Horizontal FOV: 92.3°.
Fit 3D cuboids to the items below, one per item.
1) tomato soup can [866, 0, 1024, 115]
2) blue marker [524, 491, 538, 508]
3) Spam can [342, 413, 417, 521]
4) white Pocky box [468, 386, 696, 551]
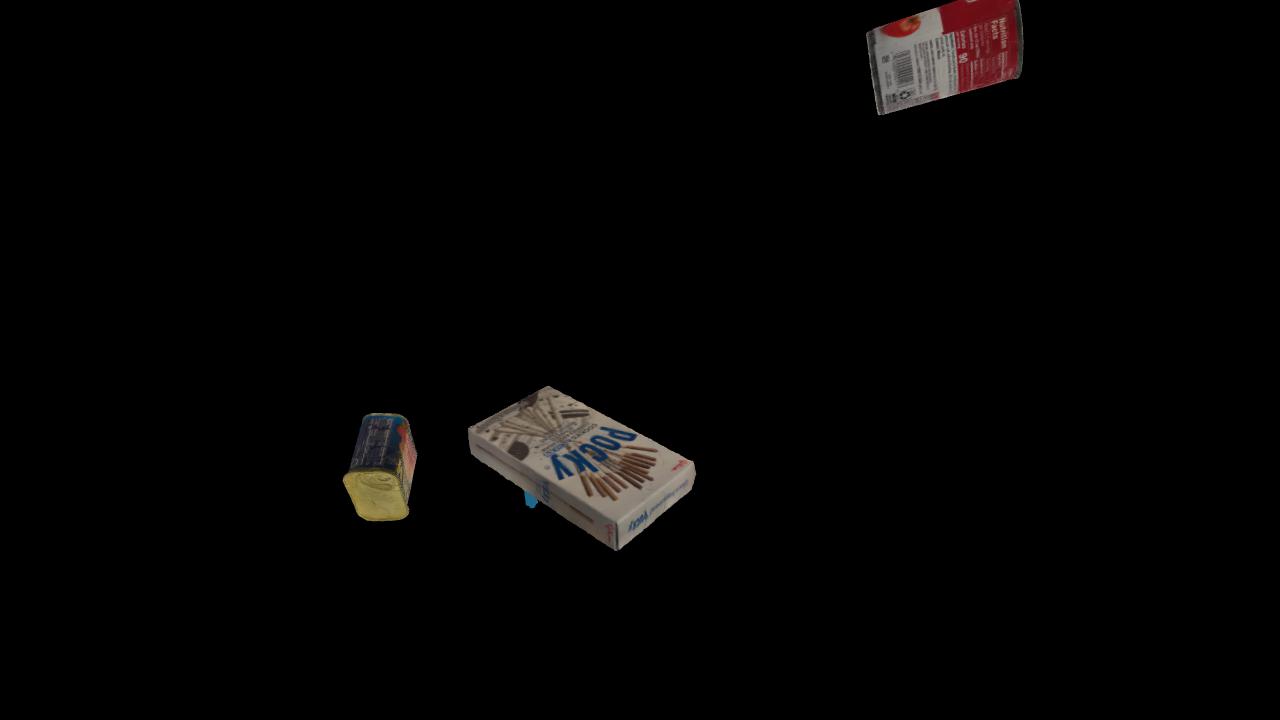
[{"bbox_3d":[0.234,-0.238,0.480,0.101,0.068,0.068,-9,-4,25],"label":"tomato soup can"},{"bbox_3d":[-0.175,0.168,0.937,0.020,0.121,0.020,-9,8,1],"label":"blue marker"},{"bbox_3d":[-0.297,0.124,0.715,0.058,0.085,0.101,0,-45,-8],"label":"Spam can"},{"bbox_3d":[-0.046,0.071,0.448,0.154,0.028,0.084,23,36,34],"label":"white Pocky box"}]
